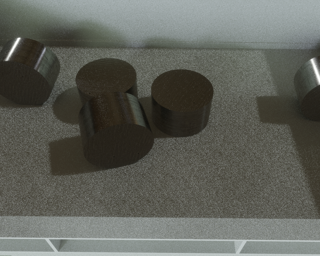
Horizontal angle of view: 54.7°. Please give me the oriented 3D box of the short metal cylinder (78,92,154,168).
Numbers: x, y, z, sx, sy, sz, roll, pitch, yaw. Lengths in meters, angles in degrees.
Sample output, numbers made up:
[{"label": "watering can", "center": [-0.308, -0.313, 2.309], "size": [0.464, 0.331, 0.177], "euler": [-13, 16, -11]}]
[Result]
[{"label": "short metal cylinder", "center": [-0.052, 0.004, 0.366], "size": [0.081, 0.080, 0.050], "euler": [-12, 52, -11]}]

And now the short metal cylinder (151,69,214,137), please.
[{"label": "short metal cylinder", "center": [0.029, -0.034, 0.418], "size": [0.081, 0.050, 0.080], "euler": [0, 50, 0]}]

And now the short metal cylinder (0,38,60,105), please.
[{"label": "short metal cylinder", "center": [-0.187, -0.077, 0.432], "size": [0.080, 0.080, 0.050], "euler": [3, 50, 2]}]

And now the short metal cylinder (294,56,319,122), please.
[{"label": "short metal cylinder", "center": [0.228, -0.053, 0.417], "size": [0.080, 0.080, 0.050], "euler": [4, 50, 3]}]

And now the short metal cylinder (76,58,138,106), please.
[{"label": "short metal cylinder", "center": [-0.072, -0.053, 0.432], "size": [0.081, 0.050, 0.080], "euler": [0, 50, 0]}]
